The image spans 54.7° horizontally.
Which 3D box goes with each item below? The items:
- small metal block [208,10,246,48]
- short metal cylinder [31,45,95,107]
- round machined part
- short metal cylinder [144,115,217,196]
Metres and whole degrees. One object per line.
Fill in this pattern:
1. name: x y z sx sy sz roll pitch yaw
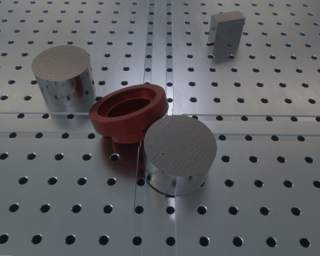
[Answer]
1. small metal block: 0.114 -0.170 0.536 0.050 0.050 0.025 -14 52 -11
2. short metal cylinder: -0.139 -0.077 0.455 0.081 0.050 0.080 0 50 0
3. round machined part: -0.036 -0.016 0.394 0.098 0.042 0.098 -13 29 8
4. short metal cylinder: 0.021 0.031 0.360 0.081 0.050 0.080 2 55 -3
